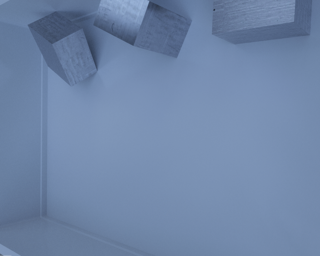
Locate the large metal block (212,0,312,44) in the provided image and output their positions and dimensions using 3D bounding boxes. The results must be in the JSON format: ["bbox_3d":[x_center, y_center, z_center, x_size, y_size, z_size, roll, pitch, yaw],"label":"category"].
[{"bbox_3d":[0.101,-0.133,0.307,0.080,0.050,0.079,4,93,40],"label":"large metal block"}]

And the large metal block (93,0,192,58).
[{"bbox_3d":[-0.022,-0.132,0.389,0.080,0.081,0.050,35,112,34],"label":"large metal block"}]

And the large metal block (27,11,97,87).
[{"bbox_3d":[-0.153,-0.125,0.491,0.080,0.050,0.080,38,154,33],"label":"large metal block"}]
